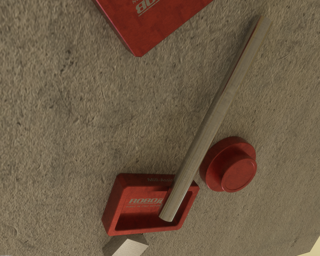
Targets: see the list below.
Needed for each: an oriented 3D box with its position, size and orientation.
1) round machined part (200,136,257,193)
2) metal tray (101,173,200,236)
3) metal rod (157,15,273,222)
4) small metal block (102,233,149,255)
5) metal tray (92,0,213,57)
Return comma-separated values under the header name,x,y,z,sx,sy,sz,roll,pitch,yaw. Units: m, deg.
name,x,y,z,sx,sy,sz,roll,pitch,yaw
round machined part,0.117,0.066,0.503,0.099,0.042,0.097,-14,125,-21
metal tray,-0.013,0.115,0.469,0.131,0.030,0.089,7,115,-32
metal rod,0.070,-0.006,0.420,0.025,0.025,0.298,19,101,-36
small metal block,-0.055,0.192,0.497,0.050,0.025,0.050,-49,129,6
metal tray,0.000,-0.147,0.314,0.130,0.030,0.090,-39,130,-2
